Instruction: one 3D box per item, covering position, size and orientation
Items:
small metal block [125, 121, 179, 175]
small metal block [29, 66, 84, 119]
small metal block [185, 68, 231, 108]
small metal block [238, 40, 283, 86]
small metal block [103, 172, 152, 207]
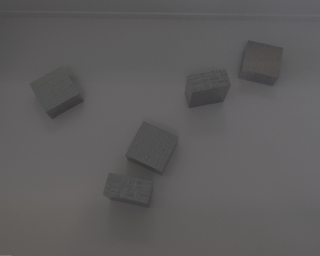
[{"bbox_3d":[-0.010,0.026,0.400,0.050,0.025,0.050,24,72,8],"label":"small metal block"},{"bbox_3d":[-0.142,-0.049,0.426,0.050,0.025,0.050,-32,73,-11],"label":"small metal block"},{"bbox_3d":[0.062,-0.052,0.416,0.050,0.050,0.025,-11,71,-4],"label":"small metal block"},{"bbox_3d":[0.144,-0.093,0.444,0.050,0.025,0.050,14,71,5],"label":"small metal block"},{"bbox_3d":[-0.036,0.075,0.369,0.050,0.050,0.025,11,71,4],"label":"small metal block"}]
